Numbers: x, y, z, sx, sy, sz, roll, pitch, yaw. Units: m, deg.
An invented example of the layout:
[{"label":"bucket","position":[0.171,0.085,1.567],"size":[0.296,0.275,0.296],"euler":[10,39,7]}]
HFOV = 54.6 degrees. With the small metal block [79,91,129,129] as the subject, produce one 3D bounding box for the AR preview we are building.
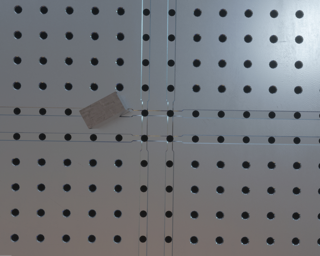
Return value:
[{"label":"small metal block","position":[-0.070,-0.022,0.400],"size":[0.050,0.050,0.025],"euler":[-28,90,0]}]
